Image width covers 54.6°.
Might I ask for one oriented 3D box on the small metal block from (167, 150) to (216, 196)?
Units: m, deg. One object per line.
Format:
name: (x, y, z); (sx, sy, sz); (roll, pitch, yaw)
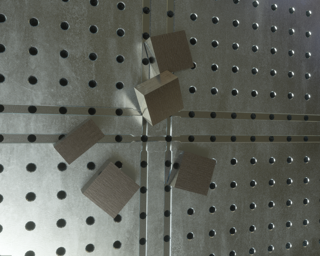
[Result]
small metal block: (0.044, 0.061, 0.429); (0.050, 0.025, 0.050); (18, 84, -19)

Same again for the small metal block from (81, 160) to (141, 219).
small metal block: (-0.062, 0.076, 0.390); (0.050, 0.025, 0.050); (44, 76, -15)

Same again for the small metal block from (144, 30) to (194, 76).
small metal block: (0.012, -0.099, 0.417); (0.050, 0.025, 0.050); (-17, 96, -19)

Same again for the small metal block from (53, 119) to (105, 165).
small metal block: (-0.096, 0.015, 0.364); (0.050, 0.050, 0.025); (-40, 103, -15)

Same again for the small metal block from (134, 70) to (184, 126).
small metal block: (0.000, -0.038, 0.400); (0.050, 0.025, 0.050); (-30, 134, -17)
